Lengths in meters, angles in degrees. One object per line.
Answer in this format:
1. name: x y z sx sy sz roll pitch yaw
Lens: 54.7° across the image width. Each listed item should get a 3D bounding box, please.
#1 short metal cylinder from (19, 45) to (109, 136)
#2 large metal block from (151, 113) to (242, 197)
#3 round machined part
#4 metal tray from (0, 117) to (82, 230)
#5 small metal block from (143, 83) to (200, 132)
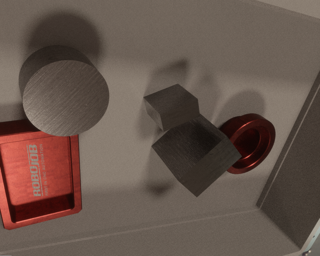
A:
1. short metal cylinder: -0.098 -0.038 0.316 0.081 0.050 0.079 -14 124 -21
2. large metal block: 0.048 0.031 0.420 0.080 0.080 0.050 -43 130 1
3. round machined part: 0.126 0.020 0.482 0.099 0.042 0.097 -14 125 -21
4. metal tray: -0.142 0.052 0.360 0.091 0.030 0.129 -9 123 -24
5. small metal block: 0.014 -0.027 0.385 0.050 0.050 0.025 -23 127 -15
